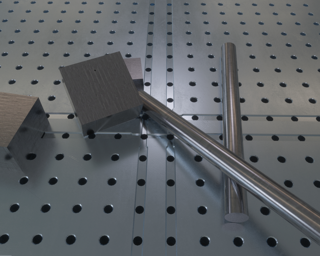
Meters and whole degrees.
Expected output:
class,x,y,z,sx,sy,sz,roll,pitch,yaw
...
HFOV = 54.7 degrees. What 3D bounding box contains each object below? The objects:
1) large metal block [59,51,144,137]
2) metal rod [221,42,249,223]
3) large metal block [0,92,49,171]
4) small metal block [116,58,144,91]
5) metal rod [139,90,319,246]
class,x,y,z,sx,sy,sz,roll,pitch,yaw
large metal block,-0.077,-0.045,0.410,0.081,0.050,0.080,-21,77,-17
metal rod,0.098,-0.019,0.423,0.025,0.025,0.300,5,50,4
large metal block,-0.200,0.001,0.389,0.080,0.050,0.080,8,51,7
small metal block,-0.052,-0.081,0.475,0.050,0.025,0.050,-5,50,-4
metal rod,0.066,0.031,0.353,0.025,0.025,0.300,-33,49,-24
